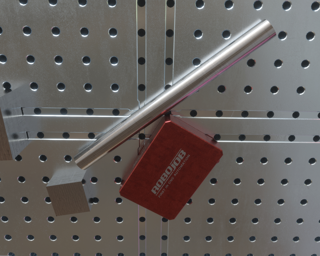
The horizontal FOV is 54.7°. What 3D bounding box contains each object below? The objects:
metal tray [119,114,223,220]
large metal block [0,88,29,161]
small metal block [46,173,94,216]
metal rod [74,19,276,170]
[{"bbox_3d":[0.014,0.057,0.432,0.090,0.030,0.129,30,107,-11],"label":"metal tray"},{"bbox_3d":[-0.226,-0.004,0.395,0.081,0.050,0.079,-3,110,0],"label":"large metal block"},{"bbox_3d":[-0.129,0.096,0.447,0.050,0.025,0.050,-9,110,3],"label":"small metal block"},{"bbox_3d":[0.011,-0.036,0.400,0.300,0.025,0.025,-35,107,11],"label":"metal rod"}]
